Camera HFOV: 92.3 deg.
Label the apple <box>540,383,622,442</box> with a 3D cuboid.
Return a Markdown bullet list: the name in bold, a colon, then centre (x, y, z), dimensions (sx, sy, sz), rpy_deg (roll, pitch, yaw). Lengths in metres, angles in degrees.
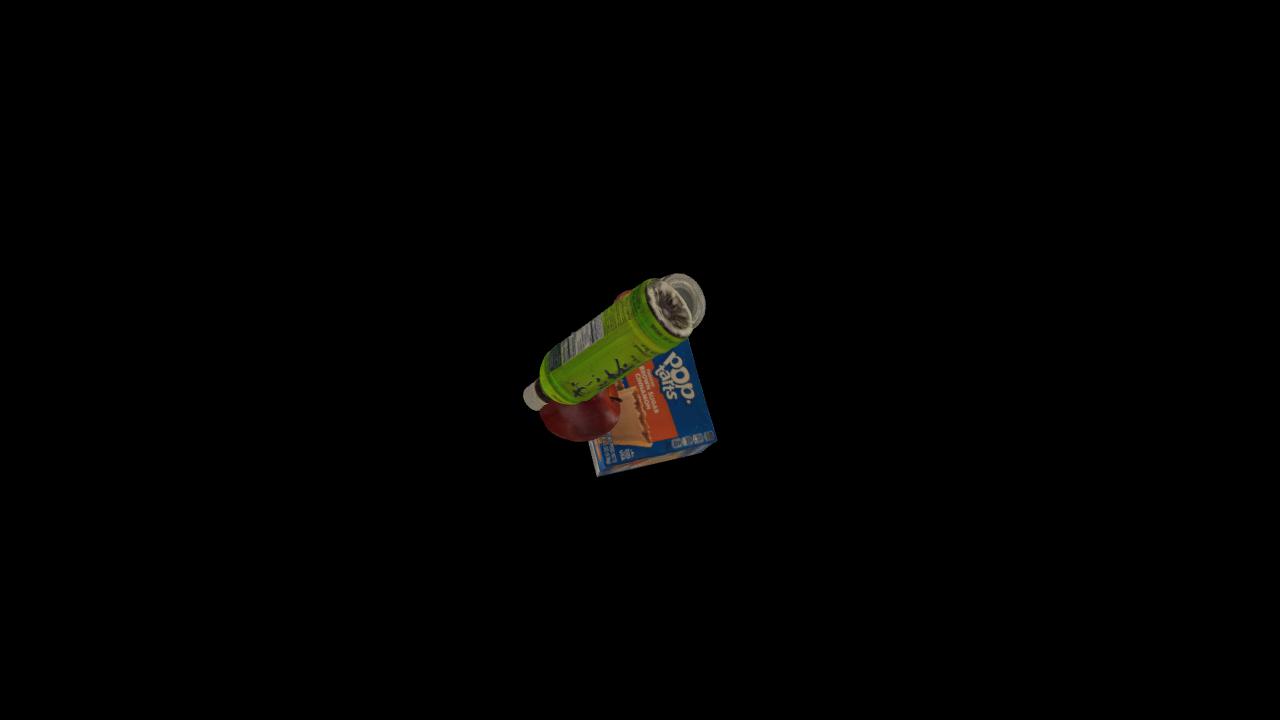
- **apple**: centre (-0.064, 0.052, 0.688), dimensions (0.093, 0.079, 0.079), rpy_deg (-14, -4, 15)

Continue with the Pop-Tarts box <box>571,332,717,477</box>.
- **Pop-Tarts box**: centre (-0.001, 0.042, 0.756), dimensions (0.141, 0.167, 0.083), rpy_deg (-11, -15, -14)

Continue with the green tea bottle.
- **green tea bottle**: centre (-0.045, -0.004, 0.634), dimensions (0.212, 0.073, 0.073), rpy_deg (-30, -18, 33)

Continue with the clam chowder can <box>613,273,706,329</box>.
- **clam chowder can**: centre (0.020, -0.058, 0.713), dimensions (0.068, 0.068, 0.102), rpy_deg (0, -7, -32)
